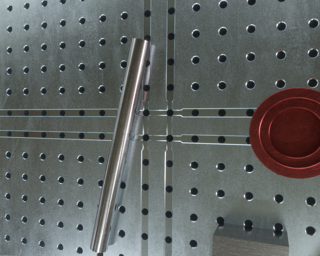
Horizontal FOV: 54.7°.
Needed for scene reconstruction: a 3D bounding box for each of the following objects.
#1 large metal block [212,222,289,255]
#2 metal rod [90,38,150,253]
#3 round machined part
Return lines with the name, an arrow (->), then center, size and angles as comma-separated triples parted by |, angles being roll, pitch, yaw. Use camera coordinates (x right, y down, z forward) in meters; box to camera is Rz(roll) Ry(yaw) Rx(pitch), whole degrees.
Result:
large metal block -> 0.105, 0.163, 0.362 | 0.080, 0.050, 0.079 | 2, 91, 20
metal rod -> -0.057, 0.027, 0.432 | 0.025, 0.025, 0.298 | 14, 94, 19
round machined part -> 0.153, 0.005, 0.350 | 0.098, 0.042, 0.097 | 0, 90, 20
